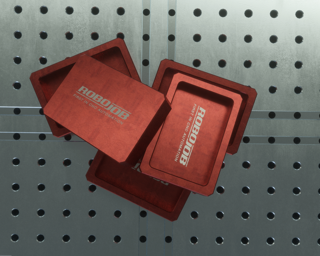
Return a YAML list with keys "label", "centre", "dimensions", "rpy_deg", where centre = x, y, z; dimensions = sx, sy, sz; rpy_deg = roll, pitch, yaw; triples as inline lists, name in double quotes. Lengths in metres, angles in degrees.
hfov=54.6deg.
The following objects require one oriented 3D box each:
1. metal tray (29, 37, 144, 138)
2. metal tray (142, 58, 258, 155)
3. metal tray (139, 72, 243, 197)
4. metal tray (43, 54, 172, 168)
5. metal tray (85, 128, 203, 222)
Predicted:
- label: "metal tray"
  centre: [-0.091, -0.052, 0.410]
  dimensions: [0.130, 0.030, 0.090]
  rpy_deg: [-22, 90, 0]
- label: "metal tray"
  centre: [0.050, -0.027, 0.410]
  dimensions: [0.131, 0.030, 0.090]
  rpy_deg: [19, 90, 1]
- label: "metal tray"
  centre: [0.038, 0.008, 0.380]
  dimensions: [0.090, 0.030, 0.130]
  rpy_deg: [20, 78, 0]
- label: "metal tray"
  centre: [-0.064, -0.023, 0.370]
  dimensions: [0.130, 0.030, 0.090]
  rpy_deg: [29, 82, 22]
- label: "metal tray"
  centre: [-0.019, 0.054, 0.411]
  dimensions: [0.130, 0.030, 0.090]
  rpy_deg: [26, 90, 0]
